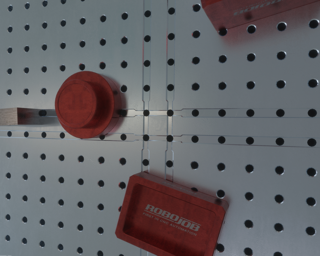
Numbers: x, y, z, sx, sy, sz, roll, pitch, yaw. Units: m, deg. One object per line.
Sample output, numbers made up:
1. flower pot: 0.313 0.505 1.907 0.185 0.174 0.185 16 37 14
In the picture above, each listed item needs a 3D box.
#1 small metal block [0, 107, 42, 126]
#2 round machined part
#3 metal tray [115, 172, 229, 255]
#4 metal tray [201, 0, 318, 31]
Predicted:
1. small metal block: -0.220 -0.016 0.477 0.050 0.050 0.025 -3 89 20
2. round machined part: -0.109 -0.033 0.442 0.098 0.042 0.097 0 90 20
3. metal tray: 0.013 0.120 0.404 0.130 0.030 0.089 17 96 19
4. metal tray: 0.115 -0.151 0.337 0.130 0.090 0.030 -13 86 19
